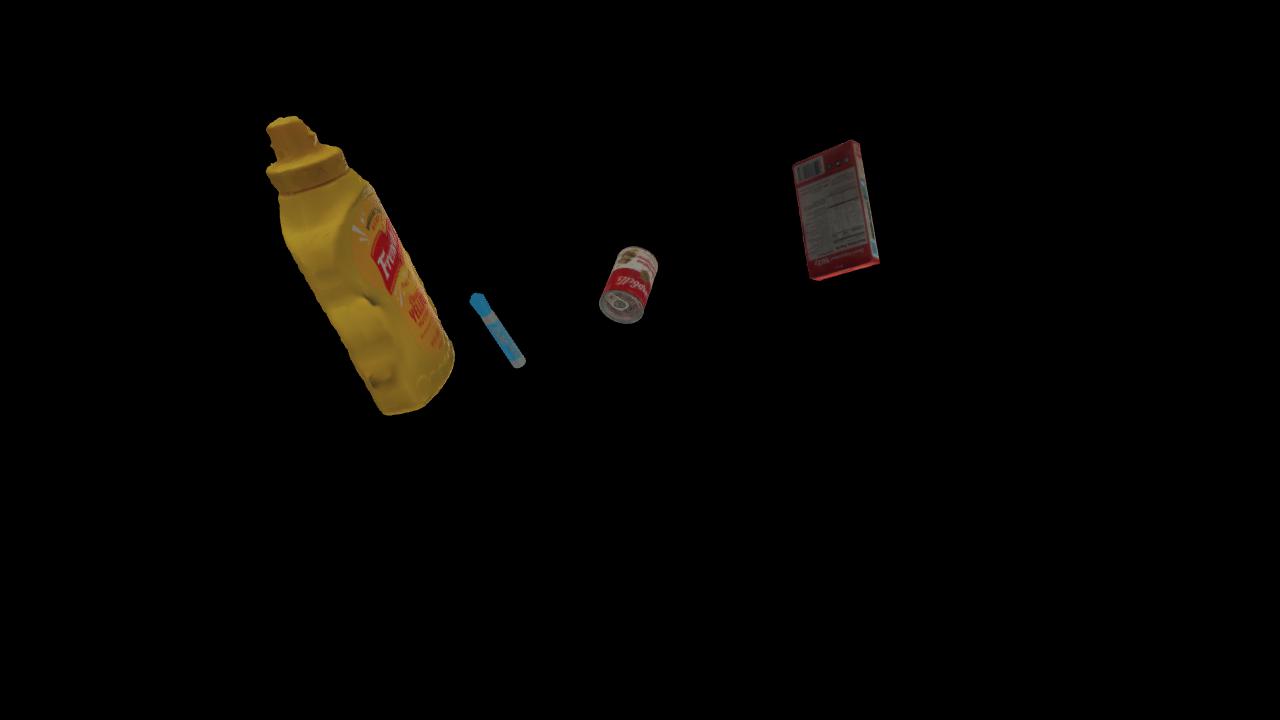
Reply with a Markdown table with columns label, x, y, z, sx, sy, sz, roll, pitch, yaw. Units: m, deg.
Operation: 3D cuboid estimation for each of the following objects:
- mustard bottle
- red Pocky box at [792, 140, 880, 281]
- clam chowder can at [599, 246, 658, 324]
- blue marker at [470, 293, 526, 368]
| label | x | y | z | sx | sy | sz | roll | pitch | yaw |
| --- | --- | --- | --- | --- | --- | --- | --- | --- | --- |
| mustard bottle | -0.178 | -0.060 | 0.390 | 0.054 | 0.184 | 0.092 | -9 | 34 | 9 |
| red Pocky box | 0.240 | -0.182 | 0.759 | 0.083 | 0.155 | 0.028 | -13 | -10 | 40 |
| clam chowder can | -0.015 | -0.114 | 0.923 | 0.068 | 0.102 | 0.068 | 11 | -38 | 9 |
| blue marker | -0.175 | -0.036 | 0.757 | 0.020 | 0.020 | 0.121 | 0 | -41 | 24 |
